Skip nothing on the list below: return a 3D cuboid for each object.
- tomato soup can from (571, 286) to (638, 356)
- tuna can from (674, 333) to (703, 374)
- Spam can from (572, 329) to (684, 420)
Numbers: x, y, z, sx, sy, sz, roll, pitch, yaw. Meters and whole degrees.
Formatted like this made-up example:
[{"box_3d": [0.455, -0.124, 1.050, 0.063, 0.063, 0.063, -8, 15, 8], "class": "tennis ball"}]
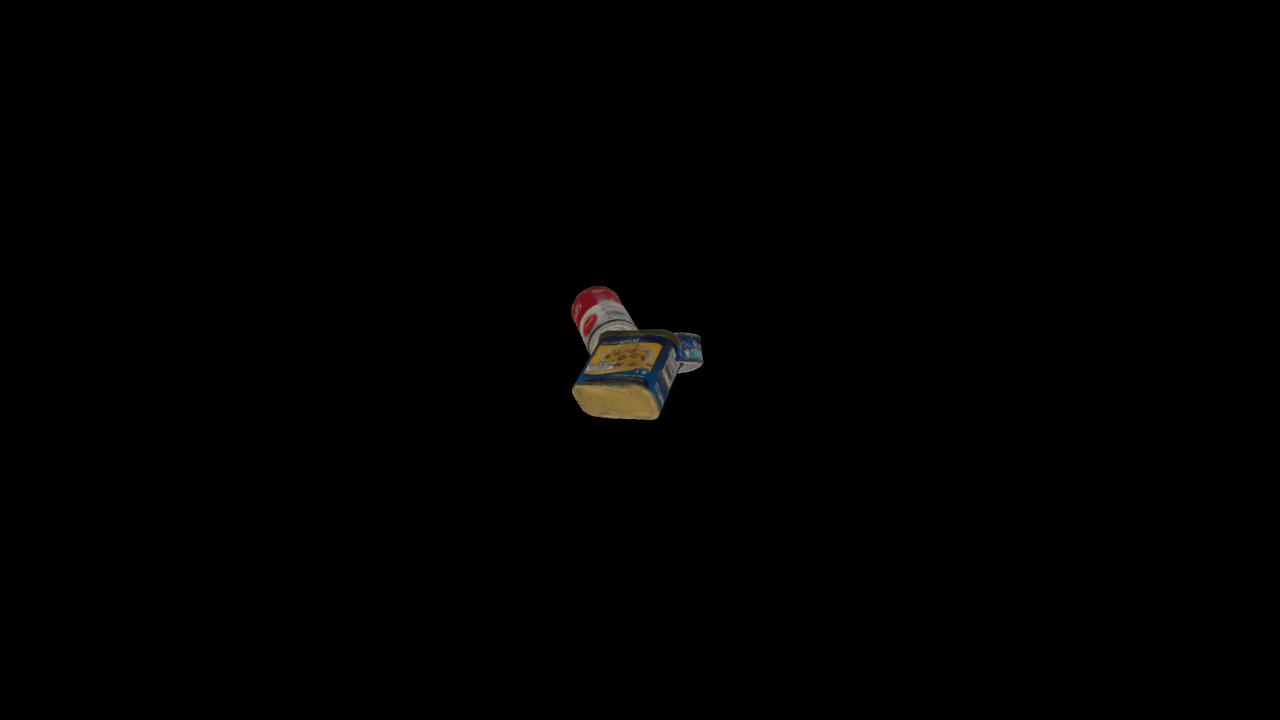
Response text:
[{"box_3d": [-0.042, -0.041, 0.767, 0.068, 0.068, 0.101, 0, 30, -20], "class": "tomato soup can"}, {"box_3d": [0.029, -0.005, 0.700, 0.084, 0.034, 0.084, -6, -11, -1], "class": "tuna can"}, {"box_3d": [-0.012, 0.016, 0.664, 0.101, 0.058, 0.085, -1, 42, 28], "class": "Spam can"}]
